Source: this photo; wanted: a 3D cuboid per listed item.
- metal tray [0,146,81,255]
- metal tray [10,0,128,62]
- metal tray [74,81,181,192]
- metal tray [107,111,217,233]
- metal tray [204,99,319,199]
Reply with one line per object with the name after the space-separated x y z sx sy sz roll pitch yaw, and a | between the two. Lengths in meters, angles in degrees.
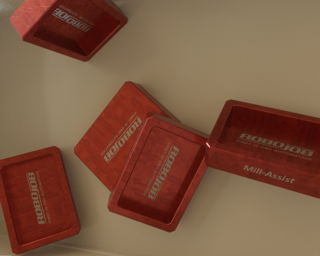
-0.174 0.100 0.442 0.091 0.030 0.129 -15 83 -15 | metal tray
-0.107 -0.136 0.391 0.090 0.130 0.030 -40 78 15 | metal tray
-0.046 0.013 0.423 0.090 0.030 0.130 43 103 14 | metal tray
0.001 0.055 0.382 0.090 0.030 0.129 23 102 -9 | metal tray
0.123 0.018 0.332 0.130 0.090 0.030 15 133 19 | metal tray
